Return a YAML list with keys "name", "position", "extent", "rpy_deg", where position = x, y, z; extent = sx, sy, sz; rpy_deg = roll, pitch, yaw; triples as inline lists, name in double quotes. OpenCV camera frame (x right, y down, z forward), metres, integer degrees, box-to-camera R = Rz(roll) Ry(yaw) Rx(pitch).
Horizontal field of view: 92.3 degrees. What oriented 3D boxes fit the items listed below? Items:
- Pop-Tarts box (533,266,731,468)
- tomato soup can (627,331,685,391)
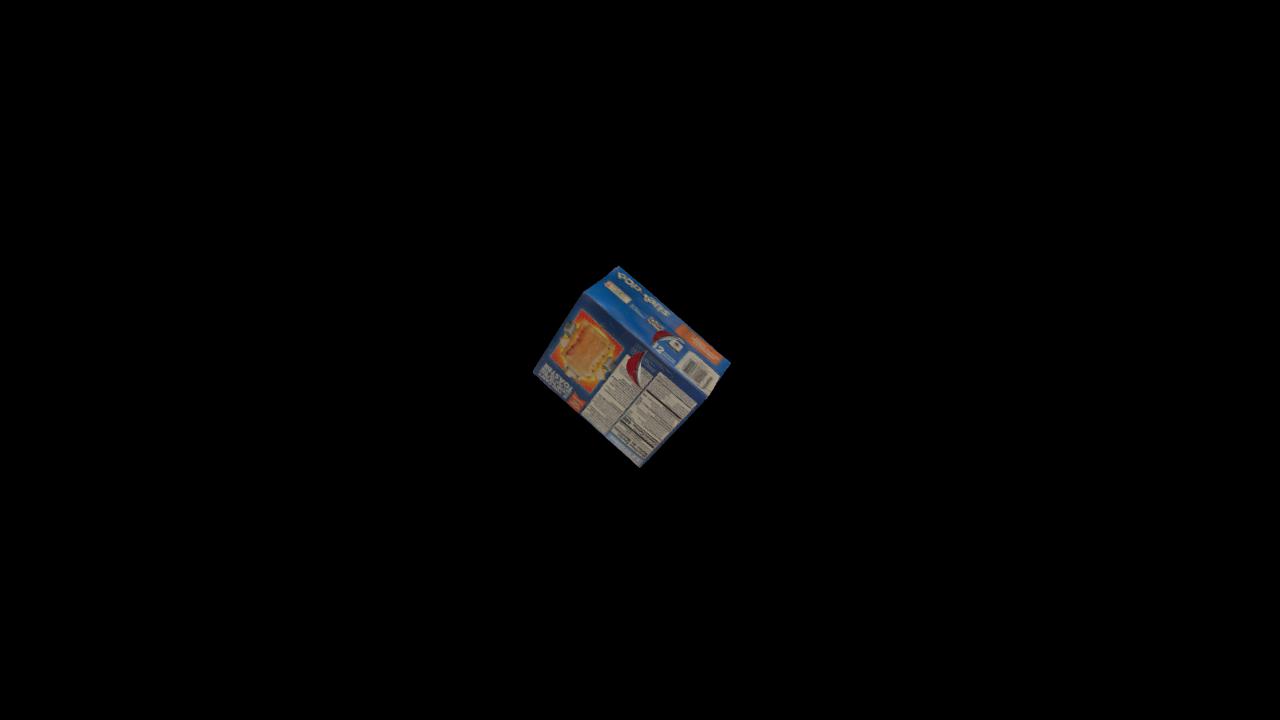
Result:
- name: "Pop-Tarts box"
  position: [-0.012, 0.008, 0.686]
  extent: [0.141, 0.167, 0.083]
  rpy_deg: [-52, -5, 38]
- name: "tomato soup can"
  position: [-0.006, -0.015, 0.673]
  extent: [0.068, 0.068, 0.101]
  rpy_deg: [0, 24, -41]
